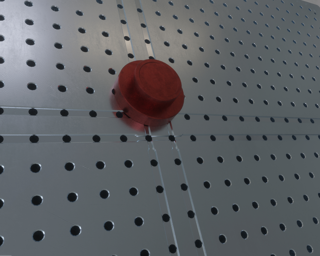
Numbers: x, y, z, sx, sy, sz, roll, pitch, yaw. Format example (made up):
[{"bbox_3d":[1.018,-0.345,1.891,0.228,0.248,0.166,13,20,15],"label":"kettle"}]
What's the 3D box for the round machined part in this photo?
[{"bbox_3d":[-0.010,-0.055,0.425,0.099,0.042,0.098,13,56,-21],"label":"round machined part"}]
